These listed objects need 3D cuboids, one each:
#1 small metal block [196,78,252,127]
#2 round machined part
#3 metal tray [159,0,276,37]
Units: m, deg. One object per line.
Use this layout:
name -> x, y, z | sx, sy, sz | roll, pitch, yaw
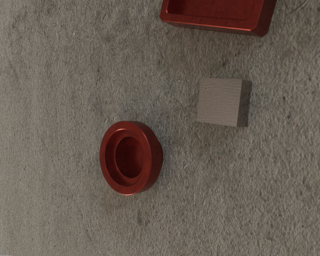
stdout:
small metal block -> 0.071, -0.029, 0.346 | 0.050, 0.025, 0.050 | 10, 96, 39
round machined part -> -0.035, 0.039, 0.423 | 0.098, 0.042, 0.097 | 0, 90, 40
metal tray -> 0.065, -0.157, 0.347 | 0.130, 0.030, 0.089 | 22, 104, 38
